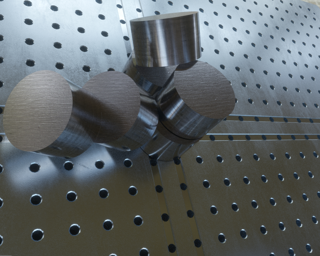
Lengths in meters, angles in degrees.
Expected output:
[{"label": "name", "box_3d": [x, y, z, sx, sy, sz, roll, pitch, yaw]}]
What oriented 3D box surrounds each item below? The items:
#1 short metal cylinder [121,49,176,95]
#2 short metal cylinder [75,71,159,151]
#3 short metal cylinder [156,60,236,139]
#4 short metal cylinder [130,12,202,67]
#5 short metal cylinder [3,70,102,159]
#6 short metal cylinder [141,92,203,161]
[{"label": "short metal cylinder", "box_3d": [-0.010, -0.075, 0.432, 0.081, 0.050, 0.080, 13, 56, -21]}, {"label": "short metal cylinder", "box_3d": [-0.048, -0.017, 0.348, 0.050, 0.080, 0.080, 33, 34, -65]}, {"label": "short metal cylinder", "box_3d": [0.041, -0.033, 0.368, 0.081, 0.050, 0.080, 13, 56, -21]}, {"label": "short metal cylinder", "box_3d": [0.008, -0.107, 0.369, 0.081, 0.080, 0.050, -27, 120, -37]}, {"label": "short metal cylinder", "box_3d": [-0.107, -0.012, 0.314, 0.050, 0.080, 0.080, 34, 33, -65]}, {"label": "short metal cylinder", "box_3d": [0.013, -0.004, 0.400, 0.081, 0.050, 0.080, 14, 56, -21]}]
